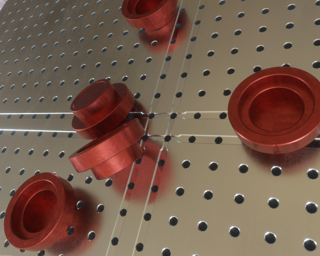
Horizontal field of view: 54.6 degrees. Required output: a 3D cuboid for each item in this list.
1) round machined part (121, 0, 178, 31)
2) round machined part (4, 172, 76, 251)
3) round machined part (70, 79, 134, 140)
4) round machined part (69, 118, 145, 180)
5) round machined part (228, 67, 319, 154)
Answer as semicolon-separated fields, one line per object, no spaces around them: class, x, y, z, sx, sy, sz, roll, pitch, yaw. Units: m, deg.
round machined part;-0.013;-0.207;0.533;0.098;0.042;0.098;-13;56;21
round machined part;-0.152;0.112;0.410;0.098;0.042;0.098;-13;56;21
round machined part;-0.089;-0.033;0.447;0.098;0.042;0.098;-25;34;18
round machined part;-0.061;0.030;0.390;0.098;0.042;0.098;-29;8;5
round machined part;0.128;-0.016;0.340;0.098;0.042;0.098;-13;56;21
